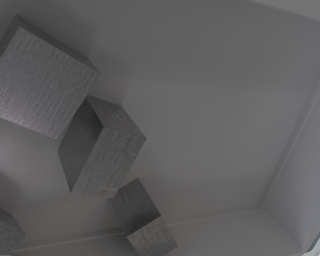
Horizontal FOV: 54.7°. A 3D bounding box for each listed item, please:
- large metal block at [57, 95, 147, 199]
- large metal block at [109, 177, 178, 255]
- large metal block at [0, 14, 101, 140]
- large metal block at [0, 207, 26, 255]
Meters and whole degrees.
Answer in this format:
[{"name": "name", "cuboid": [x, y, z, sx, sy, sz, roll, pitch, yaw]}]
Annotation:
[{"name": "large metal block", "cuboid": [-0.069, 0.019, 0.347, 0.050, 0.080, 0.080, 18, 109, -35]}, {"name": "large metal block", "cuboid": [-0.025, 0.132, 0.441, 0.050, 0.080, 0.080, -30, 129, -9]}, {"name": "large metal block", "cuboid": [-0.118, -0.047, 0.299, 0.080, 0.050, 0.080, 29, 103, -38]}, {"name": "large metal block", "cuboid": [-0.212, 0.119, 0.335, 0.080, 0.050, 0.080, -49, 132, -19]}]
